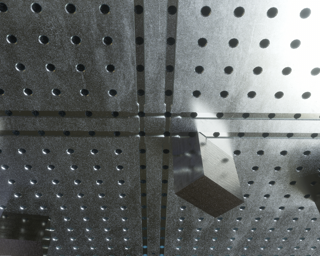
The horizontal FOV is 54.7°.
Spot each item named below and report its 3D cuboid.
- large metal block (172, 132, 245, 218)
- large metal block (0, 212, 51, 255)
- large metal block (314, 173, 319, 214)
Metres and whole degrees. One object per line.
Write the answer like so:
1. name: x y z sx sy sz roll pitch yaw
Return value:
1. large metal block: 0.065 0.065 0.432 0.080 0.080 0.050 36 121 -27
2. large metal block: -0.247 0.200 0.562 0.081 0.050 0.079 8 130 -7
3. large metal block: 0.282 0.121 0.483 0.050 0.080 0.080 -15 129 12
